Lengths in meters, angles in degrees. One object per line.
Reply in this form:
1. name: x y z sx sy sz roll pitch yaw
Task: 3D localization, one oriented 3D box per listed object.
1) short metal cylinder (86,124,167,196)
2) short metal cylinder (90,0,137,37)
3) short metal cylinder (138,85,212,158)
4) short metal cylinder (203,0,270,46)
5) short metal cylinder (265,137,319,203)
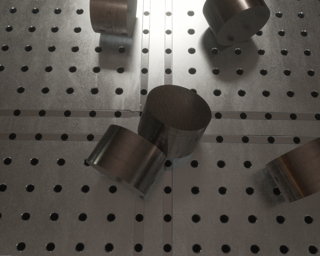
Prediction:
1. short metal cylinder: -0.039 0.039 0.368 0.080 0.080 0.050 28 73 9
2. short metal cylinder: -0.065 -0.175 0.446 0.050 0.080 0.080 8 70 3
3. short metal cylinder: 0.017 -0.009 0.385 0.081 0.050 0.080 11 44 -11
4. short metal cylinder: 0.108 -0.164 0.444 0.081 0.080 0.050 -19 72 -7
5. short metal cylinder: 0.175 0.049 0.367 0.080 0.080 0.050 -22 72 -8
